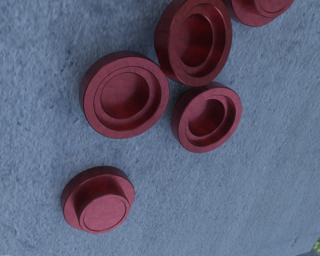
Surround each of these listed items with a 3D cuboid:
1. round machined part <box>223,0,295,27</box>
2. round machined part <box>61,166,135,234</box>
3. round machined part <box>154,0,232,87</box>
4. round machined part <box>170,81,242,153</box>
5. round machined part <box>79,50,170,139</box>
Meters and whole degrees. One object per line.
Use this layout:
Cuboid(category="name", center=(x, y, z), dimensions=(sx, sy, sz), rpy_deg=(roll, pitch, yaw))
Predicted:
Cuboid(category="round machined part", center=(0.124, -0.168, 0.362), dimensions=(0.099, 0.042, 0.097), rpy_deg=(-14, 125, -21))
Cuboid(category="round machined part", center=(-0.079, 0.103, 0.418), dimensions=(0.099, 0.042, 0.097), rpy_deg=(-14, 125, -21))
Cuboid(category="round machined part", center=(0.032, -0.098, 0.344), dimensions=(0.099, 0.042, 0.097), rpy_deg=(-17, 117, -36))
Cuboid(category="round machined part", center=(0.058, -0.018, 0.418), dimensions=(0.099, 0.042, 0.097), rpy_deg=(-14, 125, -21))
Cuboid(category="round machined part", center=(-0.042, -0.040, 0.349), dimensions=(0.099, 0.042, 0.097), rpy_deg=(-14, 125, -21))
